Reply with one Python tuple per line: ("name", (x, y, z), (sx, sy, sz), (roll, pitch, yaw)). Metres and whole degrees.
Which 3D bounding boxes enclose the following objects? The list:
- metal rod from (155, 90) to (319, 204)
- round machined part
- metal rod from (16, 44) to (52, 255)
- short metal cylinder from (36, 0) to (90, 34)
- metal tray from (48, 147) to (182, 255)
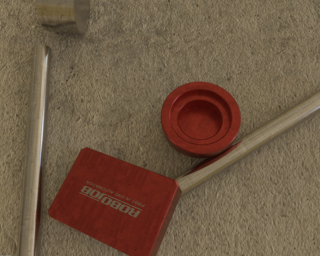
("metal rod", (0.124, 0.016, 0.403), (0.301, 0.025, 0.025), (-29, 73, -11))
("round machined part", (0.051, -0.007, 0.401), (0.099, 0.042, 0.098), (0, 68, 1))
("metal rod", (-0.159, 0.026, 0.397), (0.025, 0.025, 0.299), (-4, 70, -2))
("short metal cylinder", (-0.135, -0.177, 0.443), (0.050, 0.080, 0.080), (5, 70, 2))
("metal tray", (-0.051, 0.085, 0.359), (0.130, 0.030, 0.090), (18, 70, 20))
